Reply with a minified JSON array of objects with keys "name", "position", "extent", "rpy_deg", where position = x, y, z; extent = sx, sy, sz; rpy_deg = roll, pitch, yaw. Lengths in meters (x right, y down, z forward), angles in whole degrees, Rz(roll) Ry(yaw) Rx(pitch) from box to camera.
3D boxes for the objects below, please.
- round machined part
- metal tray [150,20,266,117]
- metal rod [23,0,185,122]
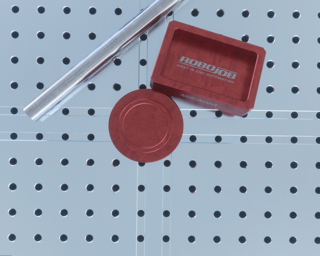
[{"name":"round machined part","position":[-0.018,-0.003,0.405],"extent":[0.099,0.042,0.097],"rpy_deg":[0,90,-1]},{"name":"metal tray","position":[0.062,-0.076,0.400],"extent":[0.131,0.030,0.090],"rpy_deg":[17,75,-1]},{"name":"metal rod","position":[-0.056,-0.114,0.412],"extent":[0.300,0.025,0.025],"rpy_deg":[-40,91,-1]}]
